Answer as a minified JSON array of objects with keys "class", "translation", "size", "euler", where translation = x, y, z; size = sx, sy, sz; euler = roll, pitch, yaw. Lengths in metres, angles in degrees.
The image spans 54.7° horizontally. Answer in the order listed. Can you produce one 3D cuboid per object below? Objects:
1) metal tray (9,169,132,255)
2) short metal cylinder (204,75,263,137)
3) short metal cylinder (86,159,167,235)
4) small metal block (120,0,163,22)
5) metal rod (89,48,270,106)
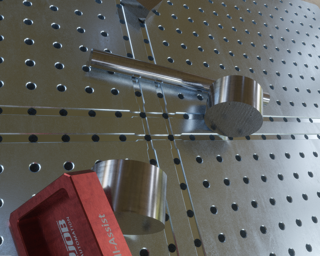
[{"class":"metal tray","translation":[-0.070,0.112,0.258],"size":[0.030,0.090,0.130],"euler":[2,57,-60]},{"class":"short metal cylinder","translation":[0.107,-0.030,0.449],"size":[0.080,0.080,0.050],"euler":[24,53,-14]},{"class":"short metal cylinder","translation":[-0.034,0.072,0.311],"size":[0.081,0.080,0.050],"euler":[17,55,-19]},{"class":"small metal block","translation":[-0.030,-0.213,0.522],"size":[0.050,0.025,0.050],"euler":[37,51,-3]},{"class":"metal rod","translation":[0.044,-0.072,0.475],"size":[0.302,0.025,0.025],"euler":[9,58,-23]}]
